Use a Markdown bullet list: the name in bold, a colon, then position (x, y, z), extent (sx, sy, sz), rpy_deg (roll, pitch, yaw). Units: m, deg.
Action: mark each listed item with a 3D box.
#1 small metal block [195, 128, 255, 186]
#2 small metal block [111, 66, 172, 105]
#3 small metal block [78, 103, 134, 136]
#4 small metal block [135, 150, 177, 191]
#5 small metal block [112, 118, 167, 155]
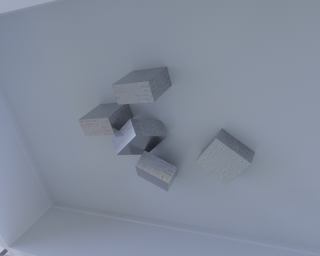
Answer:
- **small metal block**: position (0.081, 0.037, 0.389), extent (0.050, 0.025, 0.050), rpy_deg (37, 129, 3)
- **small metal block**: position (-0.021, -0.051, 0.372), extent (0.050, 0.050, 0.025), rpy_deg (-1, 118, 29)
- **small metal block**: position (-0.073, -0.013, 0.423), extent (0.050, 0.050, 0.025), rpy_deg (-3, 117, 30)
- **small metal block**: position (-0.005, 0.061, 0.435), extent (0.050, 0.025, 0.050), rpy_deg (27, 159, 11)
- **small metal block**: position (-0.028, 0.013, 0.412), extent (0.050, 0.050, 0.025), rpy_deg (-43, 56, 39)
